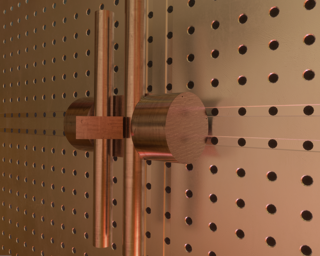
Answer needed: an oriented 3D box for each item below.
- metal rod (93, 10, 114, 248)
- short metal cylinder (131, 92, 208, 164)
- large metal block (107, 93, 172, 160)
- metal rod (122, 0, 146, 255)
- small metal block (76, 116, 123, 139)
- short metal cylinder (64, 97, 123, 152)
[{"bbox_3d":[-0.073,0.001,0.400,0.025,0.025,0.298,1,91,40],"label":"metal rod"},{"bbox_3d":[0.013,0.000,0.358,0.050,0.081,0.079,1,91,41],"label":"short metal cylinder"},{"bbox_3d":[-0.028,-0.002,0.411,0.080,0.050,0.079,1,91,40],"label":"large metal block"},{"bbox_3d":[-0.030,0.000,0.365,0.025,0.025,0.298,1,91,40],"label":"metal rod"},{"bbox_3d":[-0.068,-0.001,0.363,0.050,0.050,0.025,-171,81,-84],"label":"small metal block"},{"bbox_3d":[-0.088,-0.005,0.441,0.050,0.081,0.079,2,91,40],"label":"short metal cylinder"}]
